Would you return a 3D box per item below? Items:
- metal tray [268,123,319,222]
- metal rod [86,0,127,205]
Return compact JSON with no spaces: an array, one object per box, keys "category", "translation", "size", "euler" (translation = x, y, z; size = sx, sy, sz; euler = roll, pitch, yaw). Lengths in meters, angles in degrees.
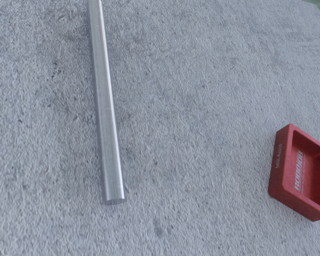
[{"category":"metal tray","translation":[0.221,0.066,0.481],"size":[0.090,0.030,0.130],"euler":[32,51,-8]},{"category":"metal rod","translation":[-0.073,-0.053,0.397],"size":[0.025,0.025,0.299],"euler":[4,60,-27]}]
